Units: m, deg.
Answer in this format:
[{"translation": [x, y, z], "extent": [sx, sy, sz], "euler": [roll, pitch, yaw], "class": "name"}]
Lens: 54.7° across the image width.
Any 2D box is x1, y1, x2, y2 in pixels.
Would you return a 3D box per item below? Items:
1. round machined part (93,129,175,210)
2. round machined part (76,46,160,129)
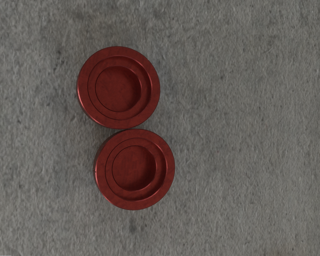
[{"translation": [-0.034, 0.049, 0.388], "extent": [0.099, 0.042, 0.097], "euler": [0, 90, -21], "class": "round machined part"}, {"translation": [-0.053, -0.047, 0.381], "extent": [0.099, 0.042, 0.097], "euler": [0, 90, -21], "class": "round machined part"}]
